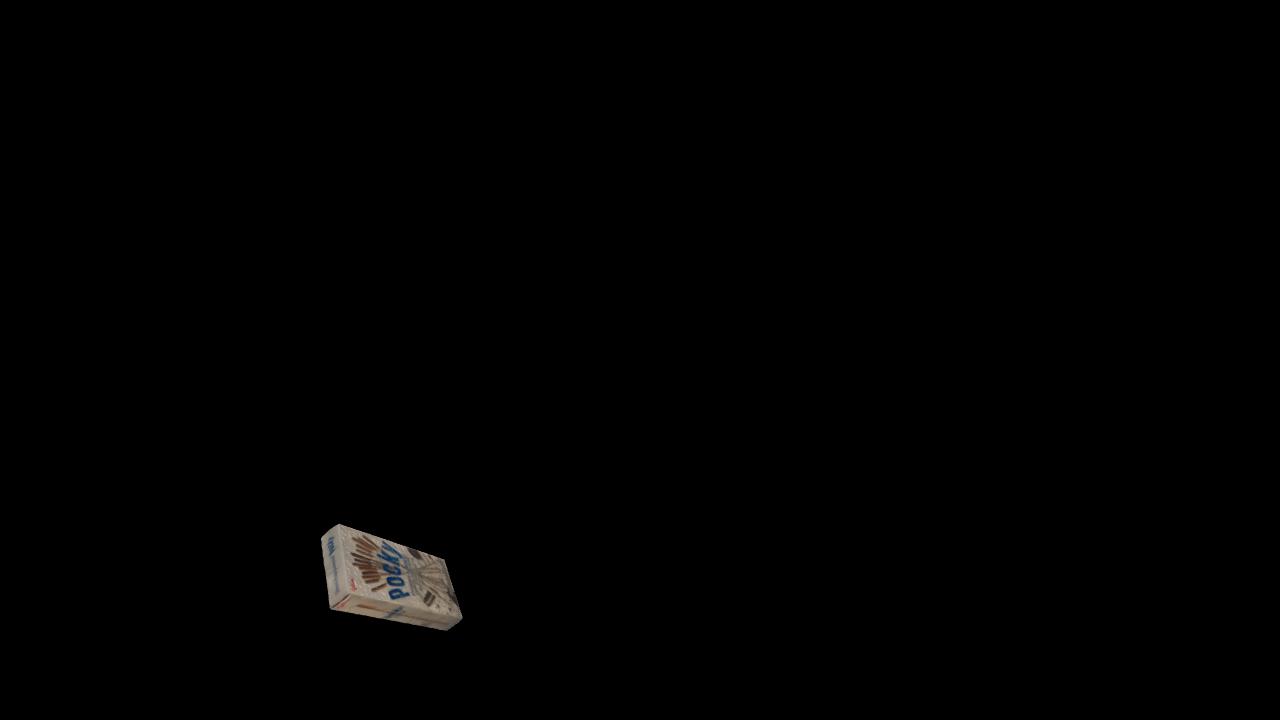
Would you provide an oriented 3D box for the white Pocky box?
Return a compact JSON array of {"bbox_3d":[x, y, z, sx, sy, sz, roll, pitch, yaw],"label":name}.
[{"bbox_3d":[-0.253,0.228,0.635,0.154,0.028,0.084,46,6,-49],"label":"white Pocky box"}]
